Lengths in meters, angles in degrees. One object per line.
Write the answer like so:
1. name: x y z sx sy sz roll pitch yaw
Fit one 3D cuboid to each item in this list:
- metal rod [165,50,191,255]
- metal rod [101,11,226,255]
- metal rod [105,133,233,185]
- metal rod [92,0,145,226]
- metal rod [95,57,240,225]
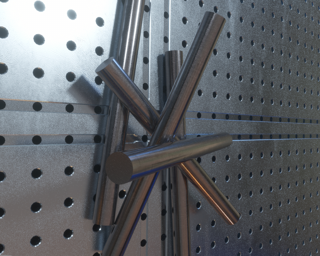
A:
1. metal rod: 0.026 0.044 0.432 0.025 0.025 0.298 -5 93 -40
2. metal rod: 0.001 0.015 0.351 0.025 0.025 0.298 19 97 -39
3. metal rod: 0.037 0.025 0.368 0.301 0.025 0.025 -5 94 -63
4. metal rod: -0.046 -0.038 0.371 0.025 0.025 0.298 12 82 -40
5. metal rod: 0.025 0.034 0.398 0.300 0.025 0.025 50 60 -28
